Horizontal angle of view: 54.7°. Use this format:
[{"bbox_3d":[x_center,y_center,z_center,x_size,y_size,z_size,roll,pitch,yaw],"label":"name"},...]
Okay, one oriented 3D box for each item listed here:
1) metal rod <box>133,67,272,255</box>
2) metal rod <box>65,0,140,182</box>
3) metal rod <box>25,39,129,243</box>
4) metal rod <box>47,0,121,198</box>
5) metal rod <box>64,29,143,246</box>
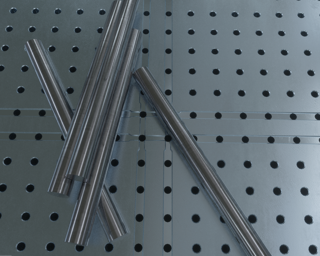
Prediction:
[{"bbox_3d":[0.048,0.042,0.396,0.025,0.025,0.299,-29,73,-10],"label":"metal rod"},{"bbox_3d":[-0.065,-0.077,0.405,0.025,0.025,0.299,10,63,3],"label":"metal rod"},{"bbox_3d":[-0.117,0.004,0.408,0.025,0.025,0.299,-26,72,-9],"label":"metal rod"},{"bbox_3d":[-0.088,-0.057,0.413,0.025,0.025,0.299,10,64,3],"label":"metal rod"},{"bbox_3d":[-0.064,-0.008,0.396,0.025,0.025,0.299,10,63,3],"label":"metal rod"}]
